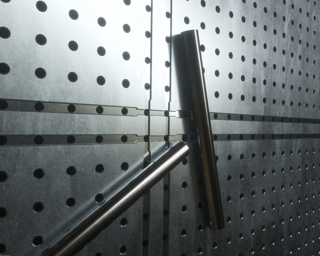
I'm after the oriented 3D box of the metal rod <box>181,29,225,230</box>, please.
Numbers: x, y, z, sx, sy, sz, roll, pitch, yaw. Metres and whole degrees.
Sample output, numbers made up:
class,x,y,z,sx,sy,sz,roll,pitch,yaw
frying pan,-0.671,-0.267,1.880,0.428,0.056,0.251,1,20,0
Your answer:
class,x,y,z,sx,sy,sz,roll,pitch,yaw
metal rod,0.065,0.008,0.463,0.025,0.025,0.298,-15,100,-39

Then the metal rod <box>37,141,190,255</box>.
class,x,y,z,sx,sy,sz,roll,pitch,yaw
metal rod,-0.069,0.104,0.351,0.302,0.025,0.025,-37,113,-34
